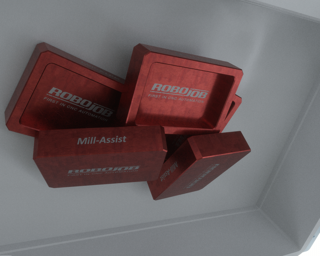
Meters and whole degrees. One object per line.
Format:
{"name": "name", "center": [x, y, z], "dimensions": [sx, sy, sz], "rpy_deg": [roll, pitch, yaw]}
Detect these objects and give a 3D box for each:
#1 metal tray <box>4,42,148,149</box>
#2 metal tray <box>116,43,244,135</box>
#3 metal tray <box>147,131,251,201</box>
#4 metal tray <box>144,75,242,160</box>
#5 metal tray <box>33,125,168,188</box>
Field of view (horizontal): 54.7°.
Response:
{"name": "metal tray", "center": [-0.086, -0.024, 0.341], "dimensions": [0.131, 0.030, 0.090], "rpy_deg": [21, 107, -37]}
{"name": "metal tray", "center": [0.024, -0.038, 0.355], "dimensions": [0.131, 0.030, 0.089], "rpy_deg": [3, 117, -31]}
{"name": "metal tray", "center": [0.049, 0.054, 0.424], "dimensions": [0.091, 0.030, 0.129], "rpy_deg": [-5, 150, -33]}
{"name": "metal tray", "center": [0.042, -0.006, 0.425], "dimensions": [0.091, 0.030, 0.129], "rpy_deg": [21, 107, -37]}
{"name": "metal tray", "center": [-0.063, 0.034, 0.347], "dimensions": [0.131, 0.030, 0.090], "rpy_deg": [-3, 151, -10]}
